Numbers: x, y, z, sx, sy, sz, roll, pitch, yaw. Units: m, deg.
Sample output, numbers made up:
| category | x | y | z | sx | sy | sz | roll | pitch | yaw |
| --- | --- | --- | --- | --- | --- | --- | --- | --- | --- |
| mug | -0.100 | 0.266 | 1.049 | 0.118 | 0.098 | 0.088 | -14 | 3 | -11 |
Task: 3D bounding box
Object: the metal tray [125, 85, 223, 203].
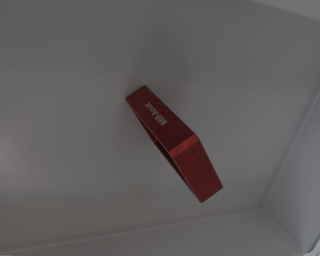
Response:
| category | x | y | z | sx | sy | sz | roll | pitch | yaw |
| --- | --- | --- | --- | --- | --- | --- | --- | --- | --- |
| metal tray | 0.013 | 0.015 | 0.356 | 0.030 | 0.130 | 0.090 | -35 | 129 | -5 |
